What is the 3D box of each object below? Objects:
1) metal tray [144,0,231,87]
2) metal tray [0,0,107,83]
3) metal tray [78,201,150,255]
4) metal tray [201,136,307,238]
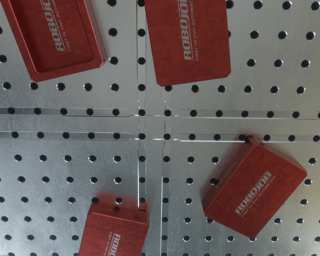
[{"bbox_3d":[0.032,-0.120,0.367,0.091,0.030,0.129,-8,110,2],"label":"metal tray"},{"bbox_3d":[-0.125,-0.127,0.361,0.090,0.030,0.129,-13,110,4],"label":"metal tray"},{"bbox_3d":[-0.075,0.182,0.477,0.091,0.030,0.129,14,109,-6],"label":"metal tray"},{"bbox_3d":[0.132,0.088,0.445,0.090,0.030,0.129,28,107,-11],"label":"metal tray"}]
